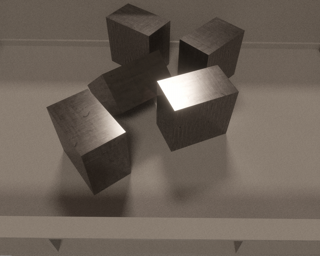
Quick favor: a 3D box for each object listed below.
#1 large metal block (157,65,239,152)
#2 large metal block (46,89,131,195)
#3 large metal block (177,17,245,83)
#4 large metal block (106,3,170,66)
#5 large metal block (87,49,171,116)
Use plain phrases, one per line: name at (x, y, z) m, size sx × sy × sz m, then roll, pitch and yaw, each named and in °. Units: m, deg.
large metal block at (0.043, -0.024, 0.389) m, size 0.081 × 0.080 × 0.050 m, roll -17°, pitch 54°, yaw -15°
large metal block at (-0.079, 0.016, 0.355) m, size 0.050 × 0.080 × 0.080 m, roll -30°, pitch 56°, yaw -23°
large metal block at (0.073, -0.103, 0.457) m, size 0.050 × 0.080 × 0.080 m, roll 37°, pitch 59°, yaw 27°
large metal block at (-0.032, -0.134, 0.481) m, size 0.080 × 0.080 × 0.050 m, roll 30°, pitch 56°, yaw 22°
large metal block at (-0.040, -0.056, 0.408) m, size 0.081 × 0.080 × 0.050 m, roll -30°, pitch 101°, yaw -23°
